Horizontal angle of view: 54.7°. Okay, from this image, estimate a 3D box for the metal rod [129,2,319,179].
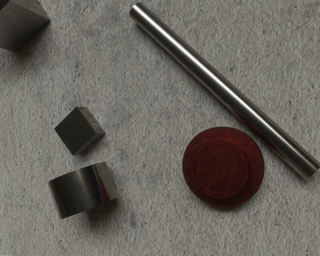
[{"bbox_3d":[0.070,-0.055,0.383,0.300,0.025,0.025,46,104,14],"label":"metal rod"}]

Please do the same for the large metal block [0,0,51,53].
[{"bbox_3d":[-0.227,-0.165,0.458,0.080,0.080,0.050,-36,79,16],"label":"large metal block"}]

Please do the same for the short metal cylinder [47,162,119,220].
[{"bbox_3d":[-0.102,0.083,0.414,0.080,0.080,0.050,-23,83,18],"label":"short metal cylinder"}]

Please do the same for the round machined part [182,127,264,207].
[{"bbox_3d":[0.074,0.047,0.373,0.098,0.042,0.097,0,90,19],"label":"round machined part"}]

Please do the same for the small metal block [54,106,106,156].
[{"bbox_3d":[-0.116,0.004,0.448,0.050,0.025,0.050,-42,77,15],"label":"small metal block"}]
